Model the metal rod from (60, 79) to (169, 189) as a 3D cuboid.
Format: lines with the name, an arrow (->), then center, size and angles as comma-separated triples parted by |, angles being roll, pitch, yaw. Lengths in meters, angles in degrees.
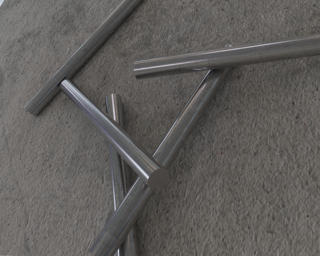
metal rod -> -0.080, -0.011, 0.420 | 0.025, 0.025, 0.300 | -47, 41, -5

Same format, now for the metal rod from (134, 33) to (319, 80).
metal rod -> 0.114, -0.089, 0.370 | 0.301, 0.025, 0.025 | -5, 59, 15

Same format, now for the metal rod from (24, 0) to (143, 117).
metal rod -> -0.131, -0.141, 0.559 | 0.025, 0.025, 0.300 | 34, 81, 38

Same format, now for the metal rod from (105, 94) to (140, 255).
metal rod -> -0.047, 0.077, 0.381 | 0.025, 0.025, 0.299 | -22, 53, 15

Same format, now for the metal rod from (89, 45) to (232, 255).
metal rod -> 0.017, 0.015, 0.367 | 0.025, 0.025, 0.300 | 20, 66, 35
